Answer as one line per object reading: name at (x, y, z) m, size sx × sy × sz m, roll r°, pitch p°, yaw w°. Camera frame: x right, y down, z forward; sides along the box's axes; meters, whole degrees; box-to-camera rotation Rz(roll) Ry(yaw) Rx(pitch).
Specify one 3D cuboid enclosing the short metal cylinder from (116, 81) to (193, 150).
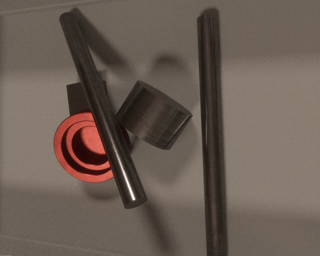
short metal cylinder at (-0.007, -0.016, 0.383) m, size 0.080 × 0.080 × 0.050 m, roll 36°, pitch 102°, yaw 16°

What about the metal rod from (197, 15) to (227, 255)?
metal rod at (0.065, 0.011, 0.387) m, size 0.025 × 0.025 × 0.298 m, roll -3°, pitch 89°, yaw 19°

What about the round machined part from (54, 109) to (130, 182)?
round machined part at (-0.088, 0.021, 0.421) m, size 0.099 × 0.042 × 0.097 m, roll 2°, pitch 107°, yaw 7°

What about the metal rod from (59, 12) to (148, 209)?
metal rod at (-0.080, -0.042, 0.387) m, size 0.025 × 0.025 × 0.299 m, roll -34°, pitch 60°, yaw 16°

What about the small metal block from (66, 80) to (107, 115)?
small metal block at (-0.103, -0.040, 0.446) m, size 0.050 × 0.025 × 0.050 m, roll -8°, pitch 87°, yaw 19°
